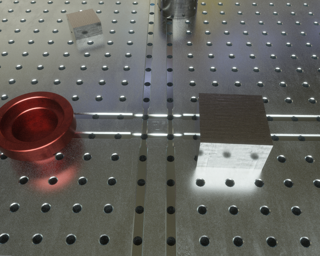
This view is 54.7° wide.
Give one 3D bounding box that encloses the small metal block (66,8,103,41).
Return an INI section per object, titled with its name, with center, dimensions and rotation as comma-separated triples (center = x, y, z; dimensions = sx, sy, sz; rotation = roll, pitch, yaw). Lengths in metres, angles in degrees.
[small metal block]
center = -0.138, -0.190, 0.566
dimensions = 0.050, 0.025, 0.050
rotation = -20, 53, -16

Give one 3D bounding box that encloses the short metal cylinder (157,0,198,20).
[short metal cylinder]
center = 0.035, -0.257, 0.607
dimensions = 0.080, 0.050, 0.080
rotation = 0, 50, 0

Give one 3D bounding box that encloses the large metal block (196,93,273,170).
[large metal block]
center = 0.088, 0.003, 0.389
dimensions = 0.080, 0.050, 0.080
rotation = 2, 50, 2

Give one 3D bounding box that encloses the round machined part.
[round machined part]
center = -0.156, 0.002, 0.394
dimensions = 0.099, 0.042, 0.098
rotation = 0, 50, 0
